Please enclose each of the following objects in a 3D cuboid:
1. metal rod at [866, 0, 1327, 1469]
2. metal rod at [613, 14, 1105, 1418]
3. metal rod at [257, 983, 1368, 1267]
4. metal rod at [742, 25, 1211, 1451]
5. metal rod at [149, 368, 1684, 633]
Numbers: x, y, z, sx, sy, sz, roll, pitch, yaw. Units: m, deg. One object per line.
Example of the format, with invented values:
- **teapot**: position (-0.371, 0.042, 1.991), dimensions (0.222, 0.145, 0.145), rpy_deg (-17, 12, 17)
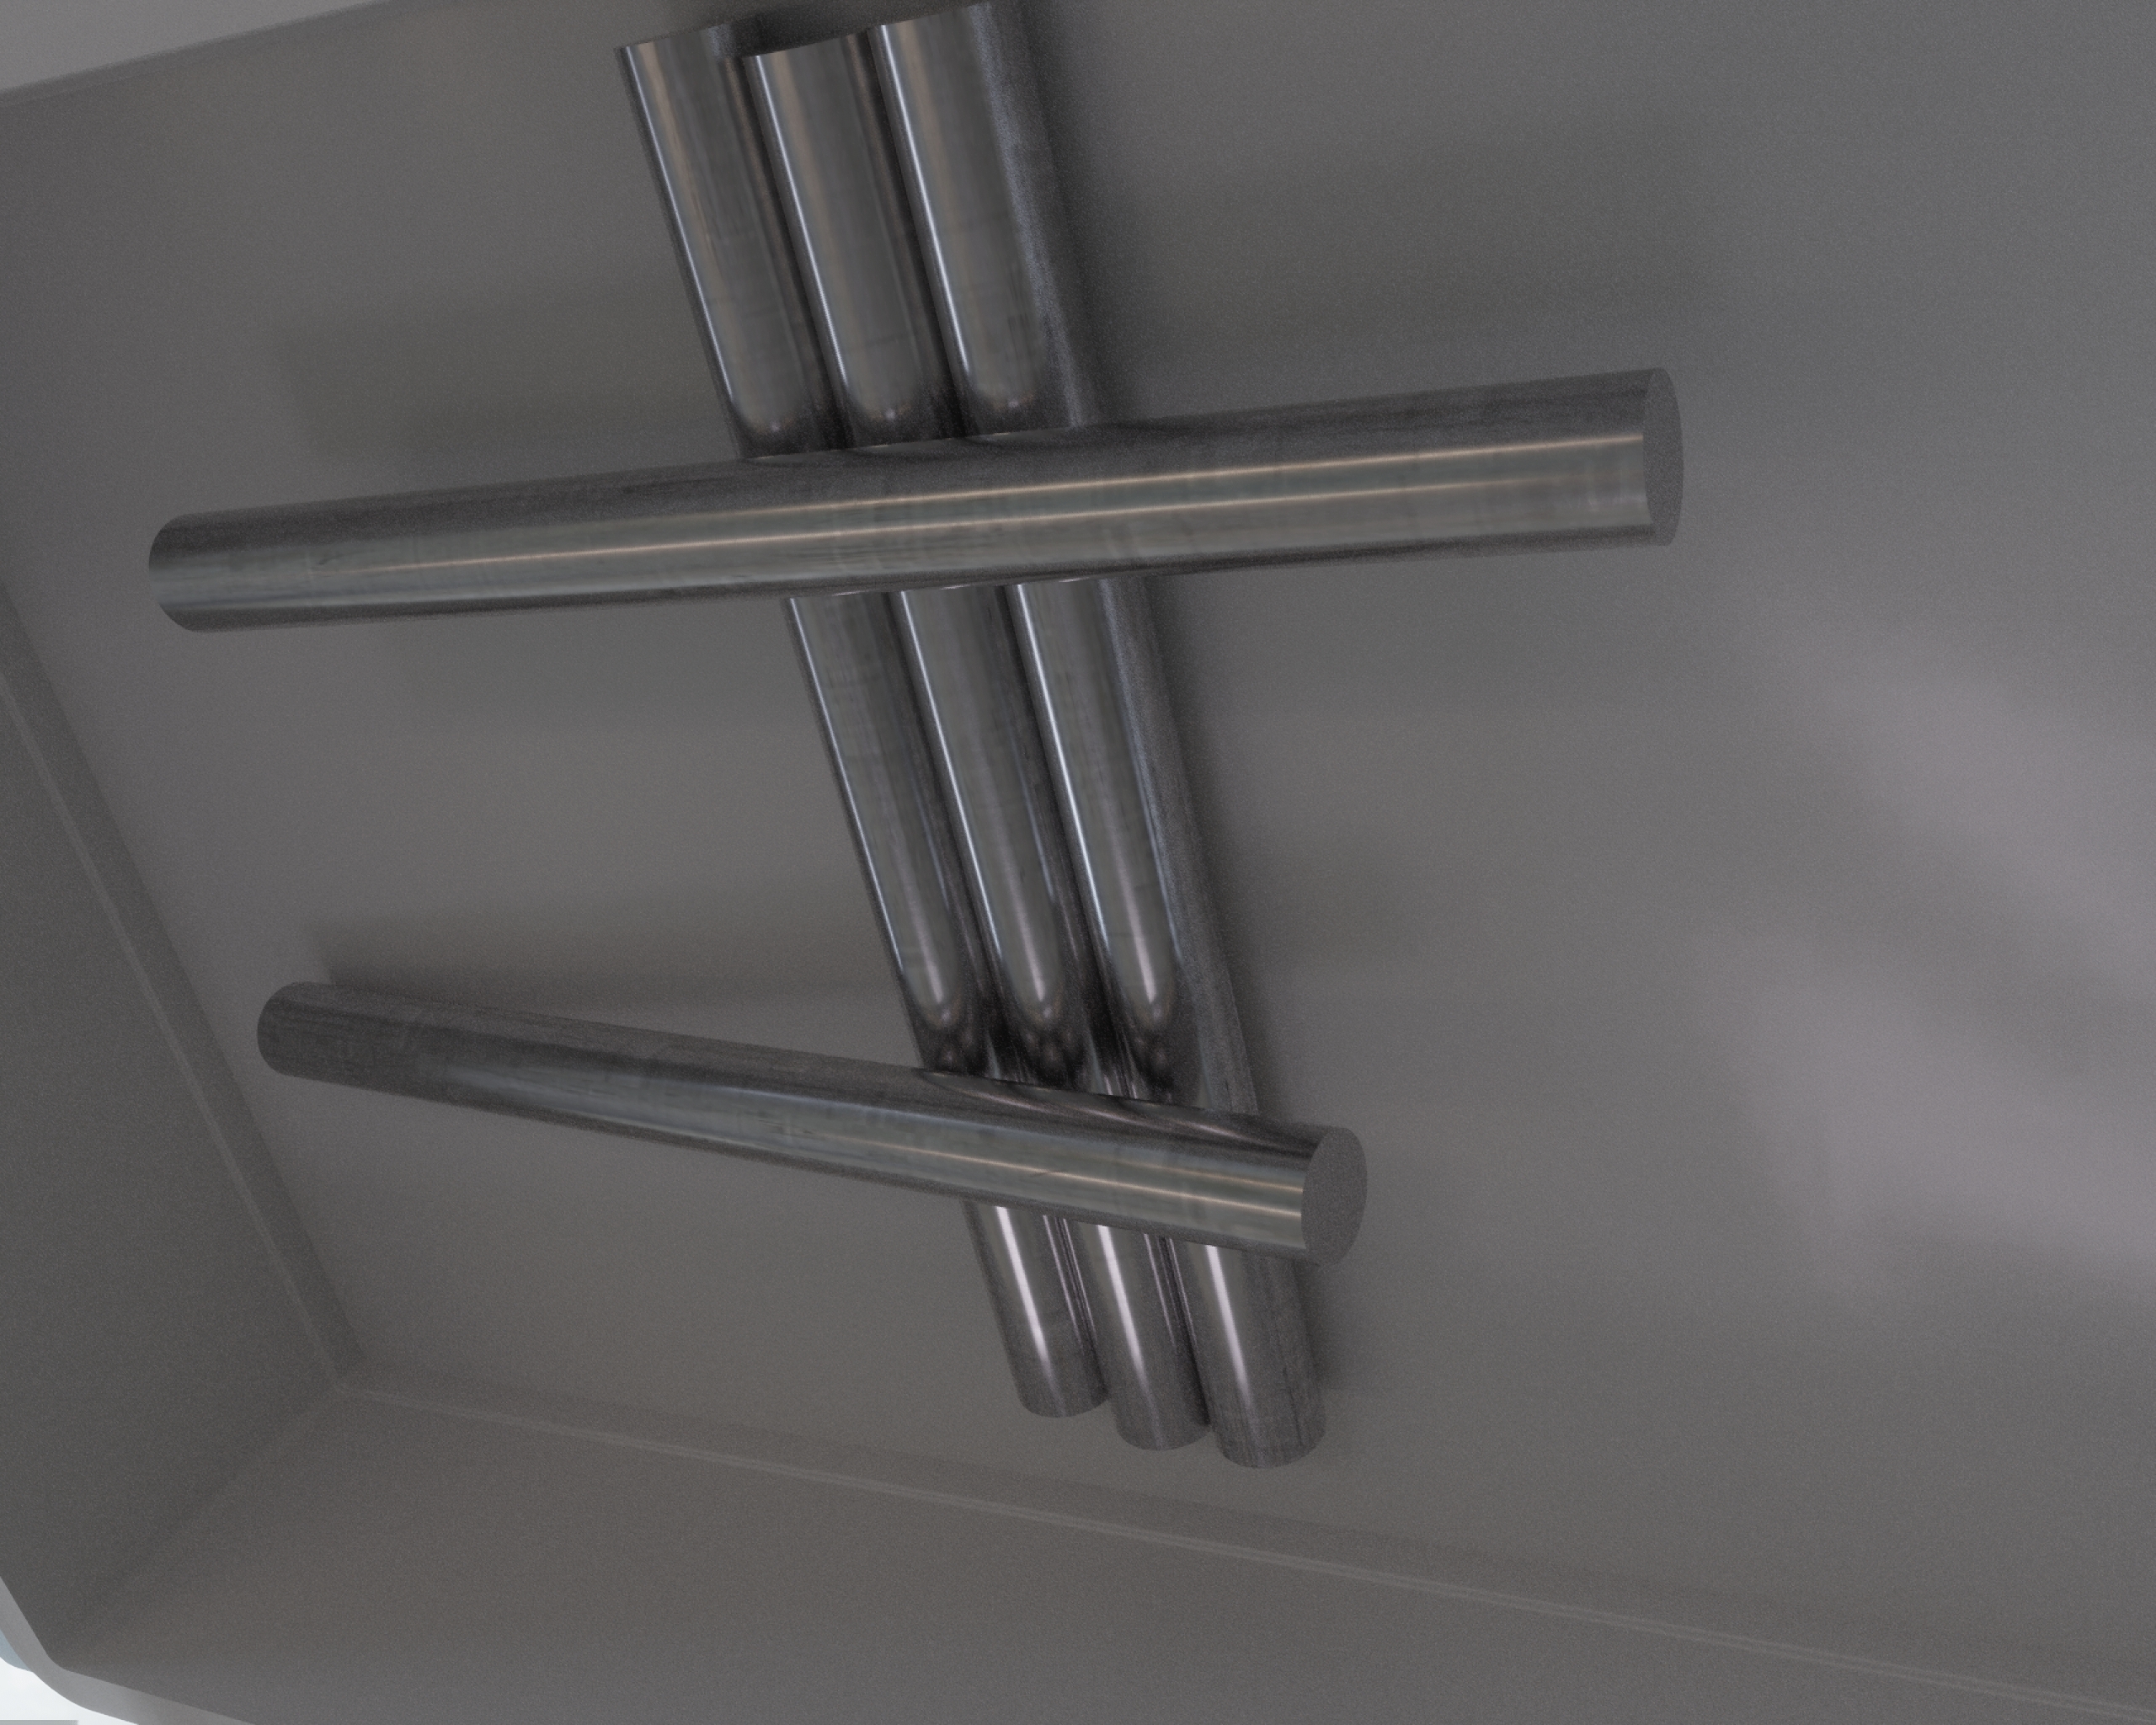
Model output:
- **metal rod**: position (0.010, -0.006, 0.397), dimensions (0.025, 0.025, 0.298), rpy_deg (1, 119, 28)
- **metal rod**: position (-0.034, -0.011, 0.419), dimensions (0.025, 0.025, 0.298), rpy_deg (0, 119, 28)
- **metal rod**: position (-0.078, 0.051, 0.457), dimensions (0.300, 0.025, 0.025), rpy_deg (4, 121, 34)
- **metal rod**: position (-0.011, -0.006, 0.410), dimensions (0.025, 0.025, 0.298), rpy_deg (1, 119, 28)
- **metal rod**: position (-0.050, -0.059, 0.365), dimensions (0.300, 0.025, 0.025), rpy_deg (1, 119, 28)
